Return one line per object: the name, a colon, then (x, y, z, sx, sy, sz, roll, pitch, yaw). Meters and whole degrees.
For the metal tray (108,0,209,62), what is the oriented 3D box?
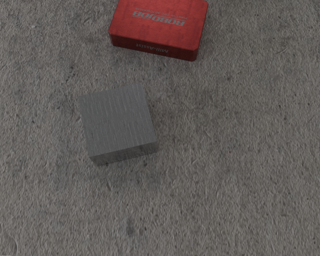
metal tray: (-0.001, -0.156, 0.462, 0.131, 0.030, 0.090, 12, 70, 4)

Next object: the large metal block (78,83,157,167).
large metal block: (-0.052, -0.003, 0.396, 0.081, 0.050, 0.080, -13, 71, -5)
